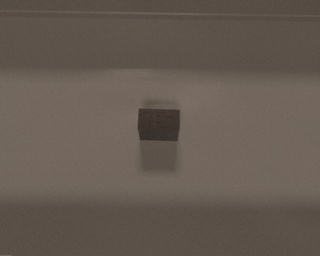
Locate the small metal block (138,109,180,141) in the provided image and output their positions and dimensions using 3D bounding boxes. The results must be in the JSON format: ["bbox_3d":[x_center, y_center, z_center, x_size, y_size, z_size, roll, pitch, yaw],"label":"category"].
[{"bbox_3d":[-0.001,-0.003,0.397,0.050,0.050,0.025,2,70,0],"label":"small metal block"}]
